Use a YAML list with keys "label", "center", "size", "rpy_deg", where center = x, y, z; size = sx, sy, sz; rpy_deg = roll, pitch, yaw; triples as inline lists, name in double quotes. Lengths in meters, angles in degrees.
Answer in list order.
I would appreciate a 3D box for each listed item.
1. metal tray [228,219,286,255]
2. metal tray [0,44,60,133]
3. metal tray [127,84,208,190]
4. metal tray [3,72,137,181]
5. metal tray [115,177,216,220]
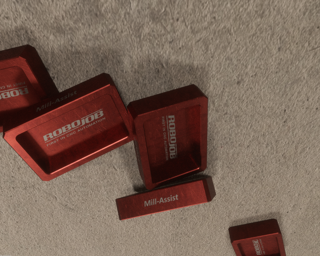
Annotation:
- label: "metal tray"
  center: [0.193, 0.232, 0.604]
  size: [0.090, 0.030, 0.130]
  rpy_deg: [-16, 129, 12]
- label: "metal tray"
  center: [-0.193, -0.039, 0.367]
  size: [0.131, 0.030, 0.090]
  rpy_deg: [-11, 130, 8]
- label: "metal tray"
  center: [0.014, 0.015, 0.397]
  size: [0.091, 0.030, 0.129]
  rpy_deg: [-18, 132, -13]
- label: "metal tray"
  center: [-0.102, 0.001, 0.370]
  size: [0.131, 0.030, 0.090]
  rpy_deg: [-26, 133, -6]
- label: "metal tray"
  center: [0.012, 0.102, 0.456]
  size: [0.130, 0.030, 0.090]
  rpy_deg: [-15, 170, 12]
